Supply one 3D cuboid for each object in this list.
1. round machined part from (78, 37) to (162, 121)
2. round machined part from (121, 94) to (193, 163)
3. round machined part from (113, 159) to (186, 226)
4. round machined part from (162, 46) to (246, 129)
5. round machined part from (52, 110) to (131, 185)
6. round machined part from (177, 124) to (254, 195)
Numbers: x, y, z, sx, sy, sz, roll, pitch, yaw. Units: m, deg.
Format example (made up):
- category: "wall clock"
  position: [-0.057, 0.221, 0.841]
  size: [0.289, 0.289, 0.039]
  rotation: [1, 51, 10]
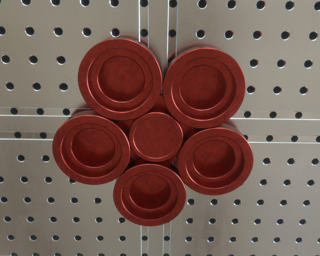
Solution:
- category: "round machined part"
  position: [-0.047, -0.062, 0.381]
  size: [0.099, 0.042, 0.097]
  rotation: [0, 110, 0]
- category: "round machined part"
  position: [-0.005, 0.006, 0.406]
  size: [0.099, 0.042, 0.097]
  rotation: [0, 110, 0]
- category: "round machined part"
  position: [-0.014, 0.085, 0.435]
  size: [0.099, 0.042, 0.097]
  rotation: [0, 110, 0]
- category: "round machined part"
  position: [0.052, -0.052, 0.385]
  size: [0.099, 0.042, 0.097]
  rotation: [0, 110, 0]
- category: "round machined part"
  position: [-0.087, 0.023, 0.411]
  size: [0.099, 0.042, 0.097]
  rotation: [0, 110, 0]
- category: "round machined part"
  position: [0.071, 0.038, 0.419]
  size: [0.099, 0.042, 0.097]
  rotation: [0, 110, 0]
